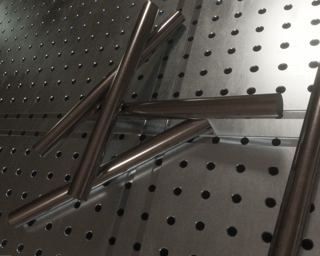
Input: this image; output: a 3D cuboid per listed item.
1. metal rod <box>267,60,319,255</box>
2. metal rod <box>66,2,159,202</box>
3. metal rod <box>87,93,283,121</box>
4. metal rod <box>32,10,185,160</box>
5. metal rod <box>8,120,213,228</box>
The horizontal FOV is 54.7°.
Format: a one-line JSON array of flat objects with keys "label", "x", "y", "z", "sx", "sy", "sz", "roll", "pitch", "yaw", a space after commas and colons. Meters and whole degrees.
[{"label": "metal rod", "x": 0.147, "y": 0.033, "z": 0.310, "sx": 0.025, "sy": 0.025, "sz": 0.300, "roll": 11, "pitch": 67, "yaw": 32}, {"label": "metal rod", "x": -0.056, "y": -0.050, "z": 0.418, "sx": 0.025, "sy": 0.025, "sz": 0.299, "roll": 5, "pitch": 65, "yaw": 30}, {"label": "metal rod", "x": -0.001, "y": -0.023, "z": 0.397, "sx": 0.300, "sy": 0.025, "sz": 0.025, "roll": 0, "pitch": 62, "yaw": 36}, {"label": "metal rod", "x": -0.064, "y": -0.073, "z": 0.454, "sx": 0.025, "sy": 0.025, "sz": 0.301, "roll": 27, "pitch": 67, "yaw": 37}, {"label": "metal rod", "x": -0.072, "y": 0.059, "z": 0.408, "sx": 0.301, "sy": 0.025, "sz": 0.025, "roll": -28, "pitch": 52, "yaw": 10}]
